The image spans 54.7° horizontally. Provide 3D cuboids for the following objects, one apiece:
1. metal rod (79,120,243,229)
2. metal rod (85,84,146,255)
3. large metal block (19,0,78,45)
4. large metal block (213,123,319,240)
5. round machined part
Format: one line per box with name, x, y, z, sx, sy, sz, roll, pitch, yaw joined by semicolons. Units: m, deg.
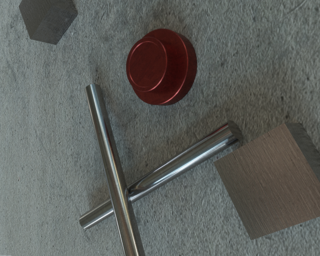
metal rod;-0.019;0.077;0.418;0.299;0.025;0.025;-37;68;33
metal rod;-0.062;0.065;0.425;0.025;0.025;0.299;-38;58;33
large metal block;-0.200;-0.209;0.550;0.080;0.050;0.080;-39;66;33
large metal block;0.112;0.049;0.296;0.080;0.050;0.080;-36;68;34
round machined part;-0.005;-0.078;0.396;0.098;0.042;0.097;0;90;39
